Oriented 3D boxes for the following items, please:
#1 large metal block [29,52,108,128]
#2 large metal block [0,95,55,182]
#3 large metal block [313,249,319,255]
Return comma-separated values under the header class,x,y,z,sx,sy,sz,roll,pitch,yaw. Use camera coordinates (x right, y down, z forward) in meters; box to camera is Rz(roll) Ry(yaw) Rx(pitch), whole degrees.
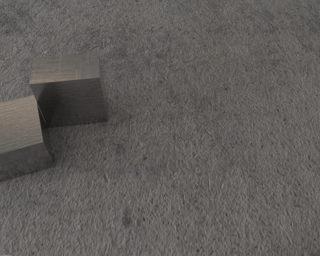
class,x,y,z,sx,sy,sz,roll,pitch,yaw
large metal block,-0.115,-0.048,0.407,0.081,0.080,0.050,-6,51,-6
large metal block,-0.180,0.013,0.374,0.081,0.050,0.080,-16,52,-13
large metal block,0.165,0.145,0.266,0.081,0.050,0.080,-30,56,-23
